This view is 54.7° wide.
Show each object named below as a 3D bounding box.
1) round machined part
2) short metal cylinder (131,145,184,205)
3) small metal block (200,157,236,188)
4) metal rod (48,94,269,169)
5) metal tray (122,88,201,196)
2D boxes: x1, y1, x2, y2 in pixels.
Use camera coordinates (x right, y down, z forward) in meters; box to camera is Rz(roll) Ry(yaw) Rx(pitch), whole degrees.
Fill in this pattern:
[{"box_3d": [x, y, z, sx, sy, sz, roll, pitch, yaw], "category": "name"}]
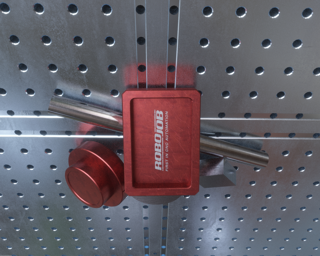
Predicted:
[{"box_3d": [-0.090, 0.070, 0.424, 0.098, 0.042, 0.097, 20, 130, 26], "category": "round machined part"}, {"box_3d": [-0.005, 0.066, 0.446, 0.081, 0.050, 0.079, 0, 130, 0], "category": "short metal cylinder"}, {"box_3d": [0.078, 0.066, 0.449, 0.050, 0.025, 0.050, -11, 148, 30], "category": "small metal block"}, {"box_3d": [0.008, 0.009, 0.414, 0.302, 0.025, 0.025, 15, 129, -13], "category": "metal rod"}, {"box_3d": [0.002, 0.017, 0.379, 0.091, 0.030, 0.129, -1, 101, -1], "category": "metal tray"}]
